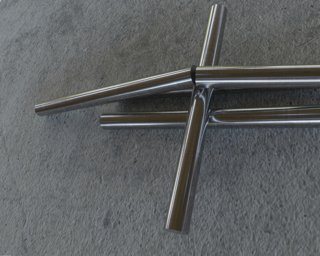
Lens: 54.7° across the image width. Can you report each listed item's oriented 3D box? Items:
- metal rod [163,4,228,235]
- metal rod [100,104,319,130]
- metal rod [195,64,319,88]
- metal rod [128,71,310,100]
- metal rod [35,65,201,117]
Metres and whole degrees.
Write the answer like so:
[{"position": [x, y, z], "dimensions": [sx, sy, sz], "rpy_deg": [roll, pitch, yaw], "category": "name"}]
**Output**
[{"position": [0.048, -0.030, 0.365], "dimensions": [0.025, 0.025, 0.300], "rpy_deg": [0, 61, 28], "category": "metal rod"}, {"position": [0.054, -0.011, 0.382], "dimensions": [0.300, 0.025, 0.025], "rpy_deg": [-1, 62, 27], "category": "metal rod"}, {"position": [0.186, -0.052, 0.307], "dimensions": [0.301, 0.025, 0.025], "rpy_deg": [2, 62, 17], "category": "metal rod"}, {"position": [0.066, -0.055, 0.403], "dimensions": [0.300, 0.025, 0.025], "rpy_deg": [-1, 62, 27], "category": "metal rod"}, {"position": [-0.080, -0.046, 0.442], "dimensions": [0.300, 0.025, 0.025], "rpy_deg": [-7, 58, 35], "category": "metal rod"}]
